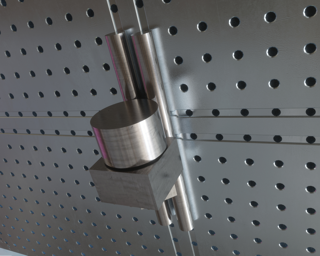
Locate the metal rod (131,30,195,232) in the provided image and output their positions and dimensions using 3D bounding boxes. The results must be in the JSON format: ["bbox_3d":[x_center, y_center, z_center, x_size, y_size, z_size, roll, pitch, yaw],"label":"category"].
[{"bbox_3d":[0.010,0.022,0.419,0.025,0.025,0.298,1,119,27],"label":"metal rod"}]

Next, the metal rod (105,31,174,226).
[{"bbox_3d":[-0.022,0.018,0.434,0.025,0.025,0.298,1,119,27],"label":"metal rod"}]

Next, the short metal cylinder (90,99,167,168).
[{"bbox_3d":[-0.036,0.004,0.368,0.080,0.080,0.050,1,119,27],"label":"short metal cylinder"}]

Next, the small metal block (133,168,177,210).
[{"bbox_3d":[-0.011,0.077,0.418,0.050,0.050,0.025,-19,116,-13],"label":"small metal block"}]

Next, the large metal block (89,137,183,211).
[{"bbox_3d":[-0.026,0.052,0.388,0.080,0.080,0.050,1,119,27],"label":"large metal block"}]
